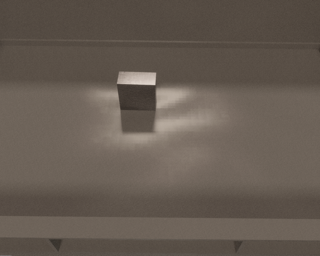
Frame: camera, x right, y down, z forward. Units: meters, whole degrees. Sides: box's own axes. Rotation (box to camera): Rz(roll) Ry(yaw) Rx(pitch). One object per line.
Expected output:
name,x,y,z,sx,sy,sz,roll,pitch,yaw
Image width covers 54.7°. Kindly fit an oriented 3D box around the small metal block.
small metal block,-0.031,-0.051,0.431,0.050,0.050,0.025,2,50,1
